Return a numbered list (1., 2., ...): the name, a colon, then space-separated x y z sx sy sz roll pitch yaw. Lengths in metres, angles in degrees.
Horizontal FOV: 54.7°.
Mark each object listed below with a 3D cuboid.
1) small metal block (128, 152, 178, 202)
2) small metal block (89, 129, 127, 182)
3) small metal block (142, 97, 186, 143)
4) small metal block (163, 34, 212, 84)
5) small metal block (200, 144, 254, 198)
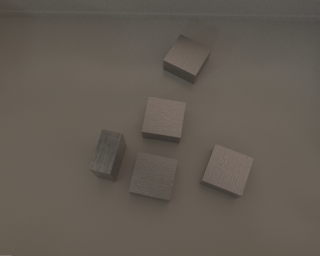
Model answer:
1. small metal block: -0.008 0.062 0.387 0.050 0.025 0.050 12 70 4
2. small metal block: -0.063 0.035 0.383 0.025 0.050 0.050 13 71 4
3. small metal block: 0.005 -0.010 0.414 0.050 0.025 0.050 9 70 3
4. small metal block: 0.039 -0.099 0.446 0.050 0.025 0.050 28 72 9
5. small metal block: 0.084 0.055 0.391 0.050 0.025 0.050 21 71 7
